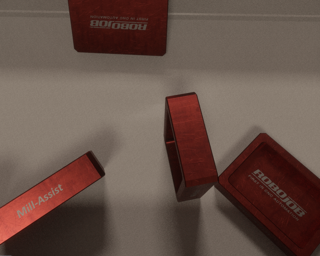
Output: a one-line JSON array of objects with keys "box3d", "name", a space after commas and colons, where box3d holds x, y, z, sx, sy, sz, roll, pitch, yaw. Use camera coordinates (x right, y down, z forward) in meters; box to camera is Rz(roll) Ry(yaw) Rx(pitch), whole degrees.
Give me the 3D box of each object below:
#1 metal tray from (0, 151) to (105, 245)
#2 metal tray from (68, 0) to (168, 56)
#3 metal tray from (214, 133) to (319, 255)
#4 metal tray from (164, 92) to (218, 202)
[{"box3d": [-0.125, 0.073, 0.344, 0.131, 0.090, 0.030, -33, 93, -12], "name": "metal tray"}, {"box3d": [-0.055, -0.150, 0.428, 0.131, 0.089, 0.030, 3, 35, 0], "name": "metal tray"}, {"box3d": [0.144, 0.081, 0.379, 0.090, 0.030, 0.130, -43, 76, -14], "name": "metal tray"}, {"box3d": [0.028, 0.028, 0.344, 0.030, 0.130, 0.090, -10, 71, -4], "name": "metal tray"}]
